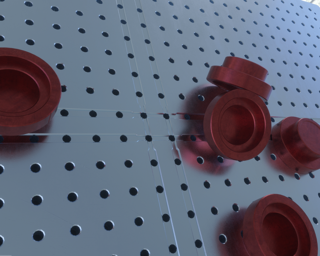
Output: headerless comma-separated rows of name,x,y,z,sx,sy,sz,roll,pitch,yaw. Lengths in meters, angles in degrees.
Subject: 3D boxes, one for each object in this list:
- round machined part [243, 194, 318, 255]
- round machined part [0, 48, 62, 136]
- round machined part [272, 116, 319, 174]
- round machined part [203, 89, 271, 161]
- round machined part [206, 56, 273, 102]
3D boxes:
round machined part,0.145,0.137,0.391,0.099,0.042,0.098,13,56,-21
round machined part,-0.160,-0.035,0.332,0.099,0.042,0.098,13,56,-21
round machined part,0.238,0.022,0.511,0.099,0.042,0.098,13,56,-21
round machined part,0.104,-0.004,0.438,0.099,0.042,0.097,0,89,-21
round machined part,0.124,-0.077,0.473,0.099,0.098,0.042,20,95,-16
